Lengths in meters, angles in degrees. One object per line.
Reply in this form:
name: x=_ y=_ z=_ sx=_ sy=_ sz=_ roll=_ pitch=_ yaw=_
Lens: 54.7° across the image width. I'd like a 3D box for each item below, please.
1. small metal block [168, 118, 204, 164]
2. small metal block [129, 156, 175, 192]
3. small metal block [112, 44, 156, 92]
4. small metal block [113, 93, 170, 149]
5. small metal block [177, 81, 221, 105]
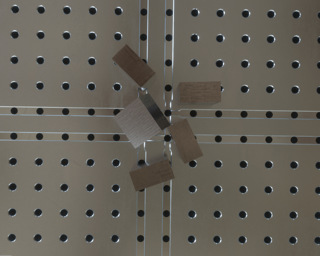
small metal block: x=0.031 y=0.016 z=0.401 sx=0.025 sy=0.050 sz=0.050 roll=-25 pitch=91 yaw=0
small metal block: x=-0.010 y=0.057 z=0.401 sx=0.050 sy=0.050 sz=0.025 roll=-19 pitch=90 yaw=0
small metal block: x=-0.032 y=-0.076 z=0.400 sx=0.050 sy=0.050 sz=0.025 roll=45 pitch=90 yaw=-1
small metal block: x=-0.024 y=-0.009 z=0.401 sx=0.050 sy=0.025 sz=0.050 roll=-35 pitch=89 yaw=32
small metal block: x=0.049 y=-0.044 z=0.402 sx=0.050 sy=0.050 sz=0.025 roll=-1 pitch=90 yaw=-1
